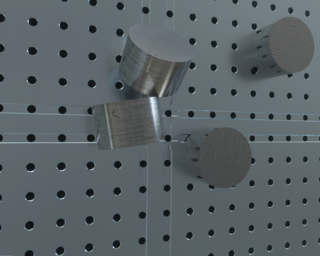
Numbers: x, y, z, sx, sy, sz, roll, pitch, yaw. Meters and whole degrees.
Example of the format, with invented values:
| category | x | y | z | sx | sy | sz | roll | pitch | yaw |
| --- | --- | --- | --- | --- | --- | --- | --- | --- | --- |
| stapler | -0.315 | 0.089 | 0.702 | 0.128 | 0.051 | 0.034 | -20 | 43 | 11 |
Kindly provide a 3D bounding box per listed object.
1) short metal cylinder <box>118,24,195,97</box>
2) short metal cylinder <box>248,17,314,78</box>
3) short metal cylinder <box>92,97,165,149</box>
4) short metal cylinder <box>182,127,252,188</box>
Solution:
| category | x | y | z | sx | sy | sz | roll | pitch | yaw |
| --- | --- | --- | --- | --- | --- | --- | --- | --- | --- |
| short metal cylinder | -0.005 | -0.082 | 0.375 | 0.081 | 0.050 | 0.080 | 14 | 41 | -12 |
| short metal cylinder | 0.181 | -0.119 | 0.466 | 0.081 | 0.050 | 0.079 | 0 | 90 | -20 |
| short metal cylinder | -0.037 | -0.007 | 0.370 | 0.081 | 0.080 | 0.050 | -10 | 94 | -20 |
| short metal cylinder | 0.078 | 0.039 | 0.428 | 0.081 | 0.050 | 0.079 | 0 | 90 | -20 |
